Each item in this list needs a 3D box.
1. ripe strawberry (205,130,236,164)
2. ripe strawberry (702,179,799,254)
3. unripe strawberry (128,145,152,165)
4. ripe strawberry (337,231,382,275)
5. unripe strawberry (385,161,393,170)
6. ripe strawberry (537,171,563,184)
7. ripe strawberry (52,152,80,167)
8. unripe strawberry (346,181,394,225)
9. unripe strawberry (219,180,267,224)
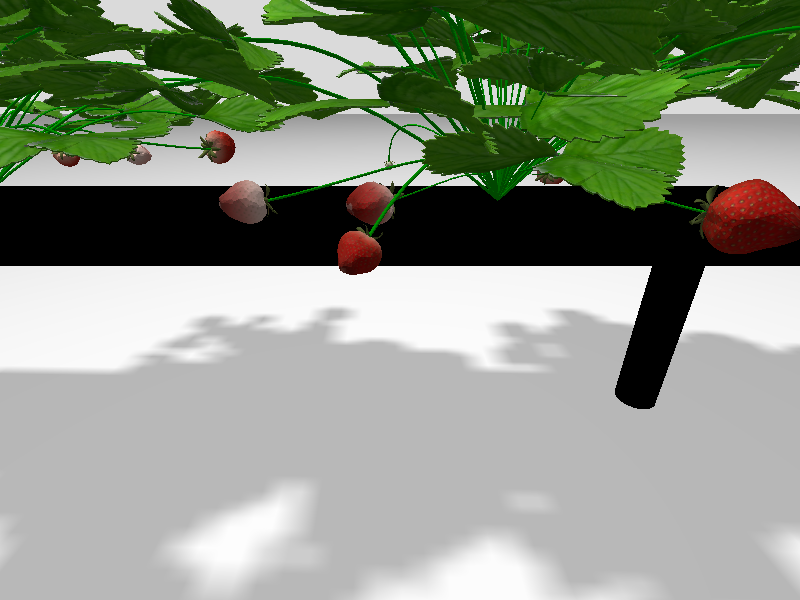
[{"bbox_3d":[-0.240,-0.206,0.540,0.037,0.042,0.040,14,29,26],"label":"ripe strawberry"},{"bbox_3d":[0.195,-0.044,0.219,0.039,0.041,0.042,-20,33,-34],"label":"ripe strawberry"},{"bbox_3d":[-0.341,-0.190,0.525,0.029,0.026,0.026,3,6,6],"label":"unripe strawberry"},{"bbox_3d":[-0.021,-0.022,0.195,0.023,0.023,0.019,16,-34,29],"label":"ripe strawberry"},{"bbox_3d":[-0.012,-0.150,0.447,0.009,0.010,0.010,-20,33,-35],"label":"unripe strawberry"},{"bbox_3d":[0.154,-0.129,0.403,0.029,0.025,0.029,-23,35,-39],"label":"ripe strawberry"},{"bbox_3d":[-0.429,-0.186,0.519,0.029,0.030,0.031,-8,-5,-16],"label":"ripe strawberry"},{"bbox_3d":[-0.021,-0.064,0.268,0.029,0.029,0.032,-20,32,-33],"label":"unripe strawberry"},{"bbox_3d":[-0.109,-0.067,0.278,0.030,0.030,0.028,-10,28,-18],"label":"unripe strawberry"}]
